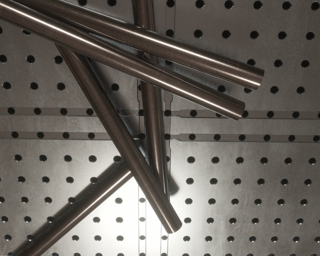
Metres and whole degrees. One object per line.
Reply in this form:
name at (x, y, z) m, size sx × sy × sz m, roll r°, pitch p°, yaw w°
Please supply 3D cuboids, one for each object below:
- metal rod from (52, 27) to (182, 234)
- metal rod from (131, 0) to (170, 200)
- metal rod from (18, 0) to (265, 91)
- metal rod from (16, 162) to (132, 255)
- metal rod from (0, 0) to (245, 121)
metal rod at (-0.051, 0.011, 0.400) m, size 0.025 × 0.025 × 0.299 m, roll -27°, pitch 102°, yaw 9°
metal rod at (-0.010, -0.031, 0.401) m, size 0.025 × 0.025 × 0.298 m, roll -5°, pitch 110°, yaw 1°
metal rod at (-0.031, -0.104, 0.349) m, size 0.301 × 0.025 × 0.025 m, roll 20°, pitch 109°, yaw 2°
metal rod at (-0.146, 0.147, 0.465) m, size 0.300 × 0.025 × 0.025 m, roll -41°, pitch 105°, yaw 13°
metal rod at (-0.041, -0.077, 0.356) m, size 0.302 × 0.025 × 0.025 m, roll 22°, pitch 108°, yaw -8°
